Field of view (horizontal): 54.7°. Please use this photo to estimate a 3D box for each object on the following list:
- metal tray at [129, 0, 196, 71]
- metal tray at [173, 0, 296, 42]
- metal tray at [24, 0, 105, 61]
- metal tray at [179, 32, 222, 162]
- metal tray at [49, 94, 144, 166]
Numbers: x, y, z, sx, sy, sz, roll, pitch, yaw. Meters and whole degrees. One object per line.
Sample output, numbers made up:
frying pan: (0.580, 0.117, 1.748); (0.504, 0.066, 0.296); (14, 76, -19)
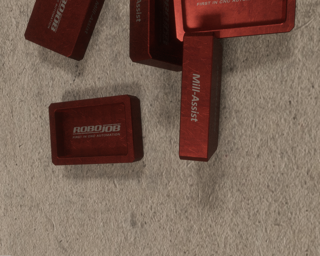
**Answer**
metal tray: (0.007, -0.138, 0.368); (0.030, 0.091, 0.129); (1, 90, 41)
metal tray: (0.081, -0.149, 0.346); (0.131, 0.030, 0.089); (-3, 113, 8)
metal tray: (-0.136, -0.175, 0.453); (0.090, 0.030, 0.129); (25, 98, 17)
metal tray: (0.048, -0.034, 0.350); (0.030, 0.090, 0.129); (3, 96, 16)
metal tray: (-0.092, 0.005, 0.437); (0.130, 0.030, 0.089); (-4, 89, 19)
